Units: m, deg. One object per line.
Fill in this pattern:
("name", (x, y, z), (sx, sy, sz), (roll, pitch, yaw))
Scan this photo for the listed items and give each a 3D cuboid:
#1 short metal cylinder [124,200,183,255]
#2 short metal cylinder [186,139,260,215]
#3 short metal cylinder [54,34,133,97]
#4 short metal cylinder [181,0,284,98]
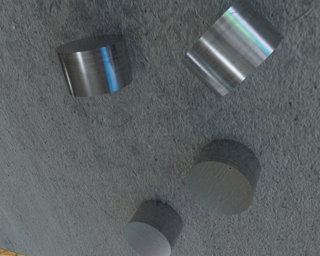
("short metal cylinder", (-0.010, 0.163, 0.497), (0.080, 0.050, 0.079), (13, 124, 21))
("short metal cylinder", (0.080, 0.061, 0.386), (0.080, 0.050, 0.079), (13, 124, 21))
("short metal cylinder", (-0.076, -0.075, 0.365), (0.080, 0.080, 0.050), (5, 121, 26))
("short metal cylinder", (0.066, -0.074, 0.291), (0.050, 0.080, 0.080), (44, 129, -3))
